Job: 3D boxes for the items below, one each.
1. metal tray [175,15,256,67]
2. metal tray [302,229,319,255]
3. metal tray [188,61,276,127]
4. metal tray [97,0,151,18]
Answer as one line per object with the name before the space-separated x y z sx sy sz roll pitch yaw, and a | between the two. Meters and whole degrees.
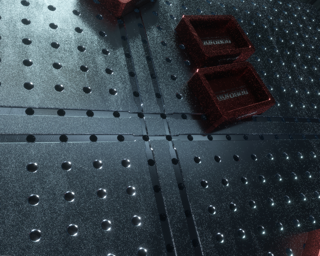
metal tray | 0.102 -0.160 0.559 0.131 0.030 0.090 -15 70 -34
metal tray | 0.250 0.210 0.413 0.130 0.030 0.090 43 51 1
metal tray | 0.119 -0.059 0.507 0.131 0.030 0.090 -15 70 -35
metal tray | -0.060 -0.248 0.525 0.090 0.030 0.131 42 51 0
